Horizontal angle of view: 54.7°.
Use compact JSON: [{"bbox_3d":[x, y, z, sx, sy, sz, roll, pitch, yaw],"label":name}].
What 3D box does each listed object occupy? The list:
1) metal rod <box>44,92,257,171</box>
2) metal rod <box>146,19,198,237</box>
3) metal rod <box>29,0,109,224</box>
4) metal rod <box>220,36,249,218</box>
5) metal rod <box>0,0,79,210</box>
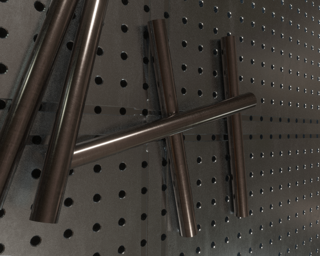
[{"bbox_3d":[0.011,-0.002,0.390,0.302,0.025,0.025,-18,102,-30],"label":"metal rod"},{"bbox_3d":[0.018,0.006,0.426,0.025,0.025,0.298,-16,100,-39],"label":"metal rod"},{"bbox_3d":[-0.083,-0.058,0.320,0.025,0.025,0.299,21,70,-38],"label":"metal rod"},{"bbox_3d":[0.125,0.001,0.516,0.025,0.025,0.298,-10,96,-40],"label":"metal rod"},{"bbox_3d":[-0.117,-0.070,0.311,0.025,0.025,0.299,25,74,-38],"label":"metal rod"}]
